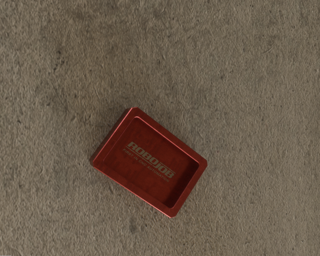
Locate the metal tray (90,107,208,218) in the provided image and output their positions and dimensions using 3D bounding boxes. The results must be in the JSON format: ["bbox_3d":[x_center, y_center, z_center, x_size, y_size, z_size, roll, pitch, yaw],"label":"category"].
[{"bbox_3d":[-0.012,0.045,0.404,0.130,0.030,0.090,38,78,-17],"label":"metal tray"}]
